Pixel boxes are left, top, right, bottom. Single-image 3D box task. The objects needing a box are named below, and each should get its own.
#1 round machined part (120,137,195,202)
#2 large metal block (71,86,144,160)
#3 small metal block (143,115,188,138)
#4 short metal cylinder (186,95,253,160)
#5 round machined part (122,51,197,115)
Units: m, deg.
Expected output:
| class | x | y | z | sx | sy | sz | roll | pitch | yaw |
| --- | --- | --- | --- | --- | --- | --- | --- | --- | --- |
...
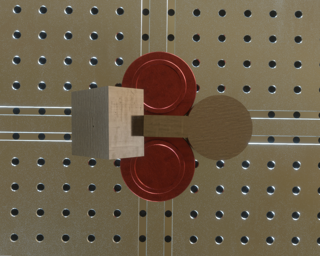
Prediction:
| class | x | y | z | sx | sy | sz | roll | pitch | yaw |
| --- | --- | --- | --- | --- | --- | --- | --- | --- | --- |
| round machined part | -0.003 | 0.048 | 0.405 | 0.099 | 0.042 | 0.097 | 0 | 90 | 0 |
| large metal block | -0.065 | -0.006 | 0.380 | 0.050 | 0.080 | 0.080 | -1 | 90 | -45 |
| small metal block | 0.007 | -0.002 | 0.379 | 0.050 | 0.050 | 0.025 | 1 | 90 | 0 |
| short metal cylinder | 0.072 | -0.001 | 0.400 | 0.081 | 0.050 | 0.080 | 0 | 90 | 0 |
| round machined part | -0.001 | -0.052 | 0.405 | 0.099 | 0.042 | 0.097 | 0 | 90 | 0 |
